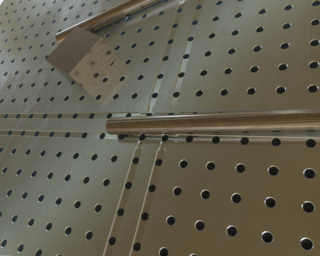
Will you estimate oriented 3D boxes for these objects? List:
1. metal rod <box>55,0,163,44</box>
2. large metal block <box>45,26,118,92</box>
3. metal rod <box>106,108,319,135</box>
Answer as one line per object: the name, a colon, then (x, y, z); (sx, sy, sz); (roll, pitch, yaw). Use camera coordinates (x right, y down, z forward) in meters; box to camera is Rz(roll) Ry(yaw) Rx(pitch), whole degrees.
metal rod: (-0.063, -0.220, 0.574); (0.301, 0.025, 0.025); (-18, 55, 17)
large metal block: (-0.135, -0.120, 0.535); (0.080, 0.050, 0.080); (31, 79, 37)
metal rod: (0.064, -0.006, 0.377); (0.301, 0.025, 0.025); (-1, 61, 27)
